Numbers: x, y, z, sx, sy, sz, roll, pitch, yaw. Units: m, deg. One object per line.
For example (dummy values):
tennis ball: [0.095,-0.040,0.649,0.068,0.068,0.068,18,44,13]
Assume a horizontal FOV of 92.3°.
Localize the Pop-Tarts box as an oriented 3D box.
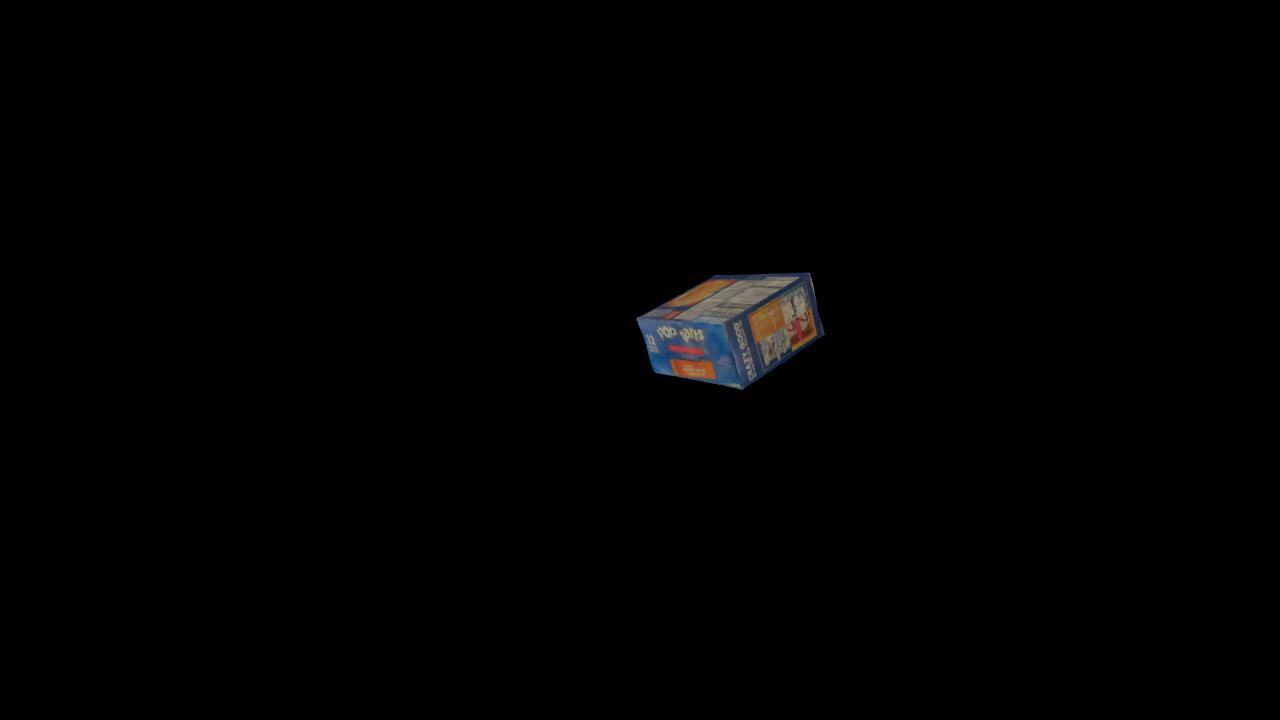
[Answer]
Pop-Tarts box: [0.105,-0.040,0.737,0.141,0.083,0.167,-30,20,-28]
